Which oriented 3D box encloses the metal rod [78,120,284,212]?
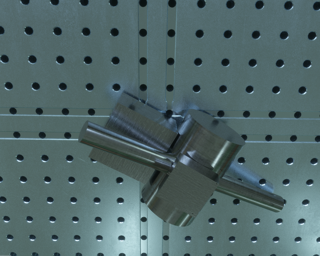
[{"bbox_3d":[0.045,0.057,0.389,0.302,0.025,0.025,23,109,-25],"label":"metal rod"}]

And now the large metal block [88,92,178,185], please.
[{"bbox_3d":[-0.033,0.013,0.398,0.080,0.050,0.080,28,108,-10],"label":"large metal block"}]

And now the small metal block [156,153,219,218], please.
[{"bbox_3d":[0.031,0.064,0.349,0.050,0.025,0.050,30,108,-2],"label":"small metal block"}]

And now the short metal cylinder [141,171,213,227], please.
[{"bbox_3d":[0.023,0.083,0.411,0.080,0.080,0.050,28,108,-10],"label":"short metal cylinder"}]

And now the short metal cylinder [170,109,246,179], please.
[{"bbox_3d":[0.058,0.018,0.388,0.080,0.080,0.050,26,108,-10],"label":"short metal cylinder"}]
